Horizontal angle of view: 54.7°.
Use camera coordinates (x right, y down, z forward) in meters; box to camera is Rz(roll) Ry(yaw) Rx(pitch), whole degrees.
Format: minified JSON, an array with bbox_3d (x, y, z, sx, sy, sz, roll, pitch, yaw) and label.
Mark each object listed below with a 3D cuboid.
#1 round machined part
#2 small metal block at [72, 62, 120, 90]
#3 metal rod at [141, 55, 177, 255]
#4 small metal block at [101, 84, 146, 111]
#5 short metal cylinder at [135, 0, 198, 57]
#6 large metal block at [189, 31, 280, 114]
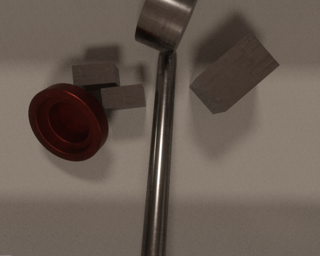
[{"bbox_3d":[-0.109,-0.010,0.387,0.098,0.042,0.097,8,120,15],"label":"round machined part"},{"bbox_3d":[-0.080,-0.065,0.398,0.050,0.050,0.025,-5,90,-1],"label":"small metal block"},{"bbox_3d":[0.000,0.045,0.352,0.025,0.025,0.299,5,66,0],"label":"metal rod"},{"bbox_3d":[-0.045,-0.038,0.398,0.050,0.050,0.025,-7,90,-1],"label":"small metal block"},{"bbox_3d":[0.008,-0.136,0.384,0.050,0.080,0.080,24,90,-1],"label":"short metal cylinder"},{"bbox_3d":[0.087,-0.063,0.385,0.080,0.080,0.050,-41,91,0],"label":"large metal block"}]
